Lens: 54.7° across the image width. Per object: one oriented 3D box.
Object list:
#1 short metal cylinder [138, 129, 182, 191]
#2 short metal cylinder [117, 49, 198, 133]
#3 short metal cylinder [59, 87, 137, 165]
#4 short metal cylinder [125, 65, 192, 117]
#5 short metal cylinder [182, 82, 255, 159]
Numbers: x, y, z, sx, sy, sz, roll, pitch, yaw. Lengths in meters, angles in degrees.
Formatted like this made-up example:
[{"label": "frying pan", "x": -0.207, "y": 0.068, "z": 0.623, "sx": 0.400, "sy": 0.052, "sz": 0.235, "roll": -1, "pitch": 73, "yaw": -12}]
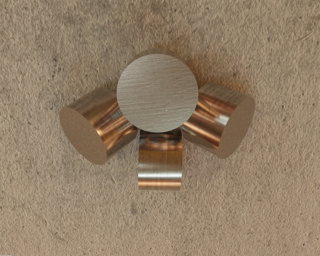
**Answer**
[{"label": "short metal cylinder", "x": 0.000, "y": 0.039, "z": 0.395, "sx": 0.050, "sy": 0.080, "sz": 0.079, "roll": 2, "pitch": 110, "yaw": -1}, {"label": "short metal cylinder", "x": -0.002, "y": -0.041, "z": 0.328, "sx": 0.081, "sy": 0.050, "sz": 0.079, "roll": 0, "pitch": 110, "yaw": -1}, {"label": "short metal cylinder", "x": -0.074, "y": -0.002, "z": 0.374, "sx": 0.080, "sy": 0.050, "sz": 0.079, "roll": 28, "pitch": 139, "yaw": 28}, {"label": "short metal cylinder", "x": 0.000, "y": -0.042, "z": 0.382, "sx": 0.081, "sy": 0.050, "sz": 0.079, "roll": 0, "pitch": 110, "yaw": -1}, {"label": "short metal cylinder", "x": 0.071, "y": -0.009, "z": 0.373, "sx": 0.050, "sy": 0.081, "sz": 0.079, "roll": 28, "pitch": 113, "yaw": 31}]
